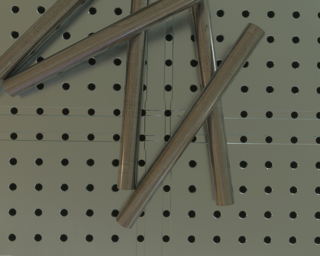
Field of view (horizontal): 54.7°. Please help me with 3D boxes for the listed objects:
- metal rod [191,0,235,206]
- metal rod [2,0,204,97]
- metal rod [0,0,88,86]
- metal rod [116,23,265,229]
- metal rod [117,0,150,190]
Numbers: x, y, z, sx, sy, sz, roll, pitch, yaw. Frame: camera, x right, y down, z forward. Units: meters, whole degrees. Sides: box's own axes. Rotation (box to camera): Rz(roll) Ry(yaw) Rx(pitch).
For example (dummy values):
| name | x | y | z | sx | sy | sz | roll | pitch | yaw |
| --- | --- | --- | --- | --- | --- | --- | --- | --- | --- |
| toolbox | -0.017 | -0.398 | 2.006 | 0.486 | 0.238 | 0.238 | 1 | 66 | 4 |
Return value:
| name | x | y | z | sx | sy | sz | roll | pitch | yaw |
| --- | --- | --- | --- | --- | --- | --- | --- | --- | --- |
| metal rod | 0.068 | -0.047 | 0.414 | 0.025 | 0.025 | 0.298 | -7 | 90 | 0 |
| metal rod | -0.064 | -0.115 | 0.391 | 0.301 | 0.025 | 0.025 | -25 | 90 | 8 |
| metal rod | -0.129 | -0.157 | 0.411 | 0.300 | 0.025 | 0.025 | -45 | 91 | -1 |
| metal rod | 0.035 | 0.003 | 0.395 | 0.025 | 0.025 | 0.299 | 34 | 97 | -1 |
| metal rod | -0.034 | -0.069 | 0.412 | 0.025 | 0.025 | 0.298 | 4 | 90 | -1 |
